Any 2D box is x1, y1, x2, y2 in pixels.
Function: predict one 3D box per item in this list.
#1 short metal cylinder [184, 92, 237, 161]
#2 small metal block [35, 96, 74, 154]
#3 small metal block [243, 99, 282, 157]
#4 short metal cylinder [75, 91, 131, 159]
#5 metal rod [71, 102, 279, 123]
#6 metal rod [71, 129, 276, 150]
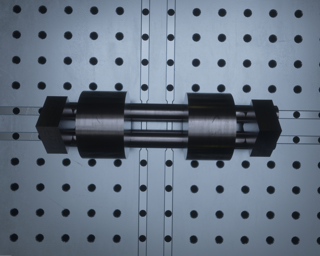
[{"bbox_3d":[0.055,-0.002,0.364,0.050,0.080,0.079,1,90,0],"label":"short metal cylinder"},{"bbox_3d":[-0.125,-0.004,0.377,0.025,0.050,0.050,1,48,0],"label":"small metal block"},{"bbox_3d":[0.123,0.000,0.379,0.025,0.050,0.050,1,49,0],"label":"small metal block"},{"bbox_3d":[-0.063,-0.004,0.363,0.050,0.080,0.079,1,90,0],"label":"short metal cylinder"},{"bbox_3d":[0.004,-0.020,0.413,0.302,0.025,0.025,1,90,0],"label":"metal rod"},{"bbox_3d":[0.001,0.015,0.413,0.302,0.025,0.025,1,90,0],"label":"metal rod"}]
